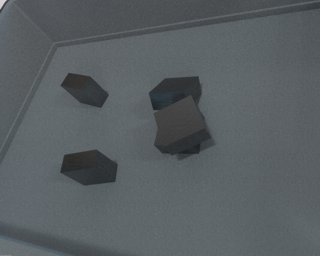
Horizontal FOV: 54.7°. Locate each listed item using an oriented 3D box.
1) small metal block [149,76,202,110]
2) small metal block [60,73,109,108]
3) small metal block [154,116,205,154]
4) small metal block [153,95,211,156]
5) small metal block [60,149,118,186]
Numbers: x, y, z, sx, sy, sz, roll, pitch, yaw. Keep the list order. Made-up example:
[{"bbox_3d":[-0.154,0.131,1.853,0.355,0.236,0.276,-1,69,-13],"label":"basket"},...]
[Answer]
[{"bbox_3d":[0.021,-0.046,0.408,0.050,0.025,0.050,1,30,29],"label":"small metal block"},{"bbox_3d":[-0.118,-0.059,0.488,0.050,0.050,0.025,14,70,34],"label":"small metal block"},{"bbox_3d":[0.025,0.004,0.390,0.050,0.025,0.050,-2,61,27],"label":"small metal block"},{"bbox_3d":[0.025,-0.003,0.362,0.050,0.025,0.050,-25,53,12],"label":"small metal block"},{"bbox_3d":[-0.092,0.053,0.405,0.050,0.050,0.025,-10,58,23],"label":"small metal block"}]
